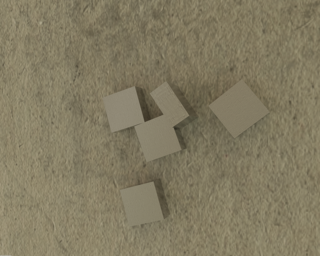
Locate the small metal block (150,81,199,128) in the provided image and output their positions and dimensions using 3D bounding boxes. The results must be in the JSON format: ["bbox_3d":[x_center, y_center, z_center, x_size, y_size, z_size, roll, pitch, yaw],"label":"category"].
[{"bbox_3d":[0.019,-0.028,0.388,0.025,0.050,0.050,-36,79,16],"label":"small metal block"}]

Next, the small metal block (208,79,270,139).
[{"bbox_3d":[0.096,-0.023,0.375,0.050,0.025,0.050,-40,78,15],"label":"small metal block"}]

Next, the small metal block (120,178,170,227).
[{"bbox_3d":[-0.020,0.099,0.415,0.050,0.025,0.050,-17,84,18],"label":"small metal block"}]

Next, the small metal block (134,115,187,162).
[{"bbox_3d":[0.001,0.012,0.408,0.050,0.025,0.050,-21,83,18],"label":"small metal block"}]

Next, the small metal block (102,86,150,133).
[{"bbox_3d":[-0.045,-0.024,0.424,0.050,0.025,0.050,-17,84,19],"label":"small metal block"}]
